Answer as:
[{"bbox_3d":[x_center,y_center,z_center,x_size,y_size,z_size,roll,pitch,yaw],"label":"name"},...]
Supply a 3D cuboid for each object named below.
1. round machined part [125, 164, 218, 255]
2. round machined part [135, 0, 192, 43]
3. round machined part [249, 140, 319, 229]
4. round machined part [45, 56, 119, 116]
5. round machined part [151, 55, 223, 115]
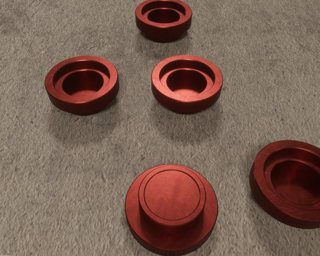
[{"bbox_3d":[0.012,0.079,0.326,0.099,0.042,0.098,0,50,0],"label":"round machined part"},{"bbox_3d":[0.006,-0.188,0.550,0.099,0.042,0.098,0,50,0],"label":"round machined part"},{"bbox_3d":[0.148,0.064,0.340,0.099,0.042,0.098,0,50,0],"label":"round machined part"},{"bbox_3d":[-0.107,-0.056,0.438,0.099,0.042,0.098,0,50,0],"label":"round machined part"},{"bbox_3d":[0.037,-0.057,0.441,0.099,0.042,0.098,0,50,0],"label":"round machined part"}]
